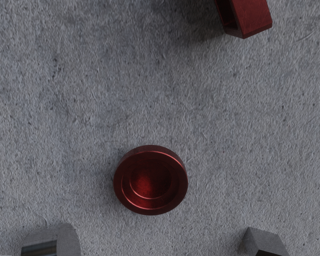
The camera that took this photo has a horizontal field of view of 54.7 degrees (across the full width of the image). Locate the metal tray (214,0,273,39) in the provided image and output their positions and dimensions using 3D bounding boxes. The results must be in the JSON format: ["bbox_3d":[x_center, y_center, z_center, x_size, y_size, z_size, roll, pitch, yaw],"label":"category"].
[{"bbox_3d":[0.069,-0.161,0.316,0.030,0.090,0.129,-22,109,8],"label":"metal tray"}]

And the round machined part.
[{"bbox_3d":[-0.012,0.067,0.425,0.099,0.042,0.097,0,110,-1],"label":"round machined part"}]

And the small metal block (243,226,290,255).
[{"bbox_3d":[0.159,0.180,0.465,0.050,0.050,0.025,17,109,-7],"label":"small metal block"}]

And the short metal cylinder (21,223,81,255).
[{"bbox_3d":[-0.154,0.183,0.446,0.050,0.080,0.080,-14,110,4],"label":"short metal cylinder"}]
